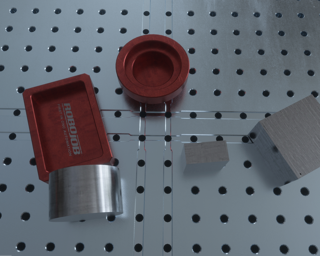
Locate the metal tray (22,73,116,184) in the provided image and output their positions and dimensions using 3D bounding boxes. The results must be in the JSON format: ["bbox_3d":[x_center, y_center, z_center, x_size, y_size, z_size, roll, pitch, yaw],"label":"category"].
[{"bbox_3d":[-0.120,0.000,0.407,0.091,0.030,0.130,-17,71,-7],"label":"metal tray"}]

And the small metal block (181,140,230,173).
[{"bbox_3d":[0.054,0.037,0.386,0.050,0.050,0.025,-5,70,-2],"label":"small metal block"}]

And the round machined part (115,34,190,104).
[{"bbox_3d":[-0.010,-0.077,0.431,0.099,0.042,0.098,0,70,-1],"label":"round machined part"}]

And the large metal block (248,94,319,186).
[{"bbox_3d":[0.175,0.016,0.395,0.080,0.050,0.080,-26,72,-10],"label":"large metal block"}]

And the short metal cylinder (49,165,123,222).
[{"bbox_3d":[-0.084,0.076,0.354,0.081,0.080,0.050,-6,70,-3],"label":"short metal cylinder"}]
